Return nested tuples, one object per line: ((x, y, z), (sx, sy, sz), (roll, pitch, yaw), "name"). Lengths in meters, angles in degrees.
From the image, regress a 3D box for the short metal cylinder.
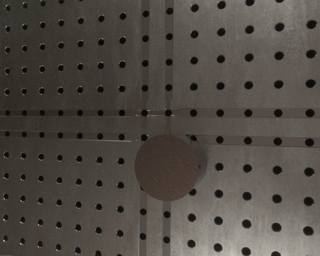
((0.015, 0.047, 0.393), (0.080, 0.050, 0.079), (0, 90, 19), "short metal cylinder")
